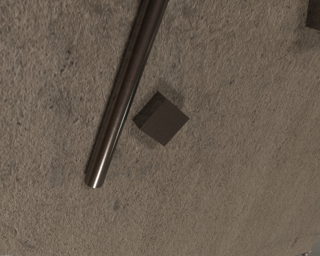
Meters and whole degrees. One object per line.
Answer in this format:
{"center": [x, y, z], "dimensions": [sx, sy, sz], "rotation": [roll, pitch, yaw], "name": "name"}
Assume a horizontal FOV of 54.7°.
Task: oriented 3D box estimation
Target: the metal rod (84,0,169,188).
{"center": [-0.034, -0.059, 0.352], "dimensions": [0.025, 0.025, 0.298], "rotation": [9, 114, -33], "name": "metal rod"}

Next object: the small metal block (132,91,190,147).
{"center": [0.002, -0.011, 0.402], "dimensions": [0.050, 0.025, 0.050], "rotation": [-48, 129, 6], "name": "small metal block"}

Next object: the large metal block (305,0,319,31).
{"center": [0.253, -0.181, 0.419], "dimensions": [0.081, 0.050, 0.079], "rotation": [-21, 127, -16], "name": "large metal block"}
